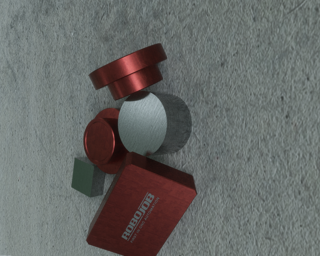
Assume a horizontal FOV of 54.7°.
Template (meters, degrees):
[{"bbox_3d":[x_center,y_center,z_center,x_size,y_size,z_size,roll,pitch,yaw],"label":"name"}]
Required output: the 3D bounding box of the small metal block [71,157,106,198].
[{"bbox_3d":[-0.114,0.077,0.496,0.050,0.025,0.050,15,100,38],"label":"small metal block"}]

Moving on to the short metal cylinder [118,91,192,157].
[{"bbox_3d":[-0.007,-0.005,0.393,0.080,0.050,0.079,0,90,39],"label":"short metal cylinder"}]

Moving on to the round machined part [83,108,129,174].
[{"bbox_3d":[-0.074,0.019,0.453,0.098,0.042,0.097,0,90,39],"label":"round machined part"}]

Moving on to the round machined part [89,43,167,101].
[{"bbox_3d":[-0.035,-0.067,0.390,0.098,0.099,0.042,-16,103,38],"label":"round machined part"}]

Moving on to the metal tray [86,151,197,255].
[{"bbox_3d":[-0.025,0.102,0.383,0.129,0.090,0.030,-61,13,21],"label":"metal tray"}]
